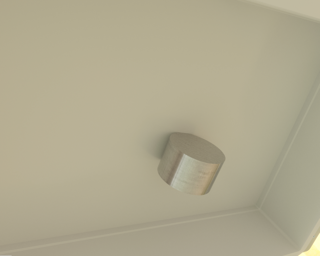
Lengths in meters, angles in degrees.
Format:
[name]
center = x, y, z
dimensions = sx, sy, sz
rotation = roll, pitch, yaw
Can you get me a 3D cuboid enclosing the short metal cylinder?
[short metal cylinder]
center = 0.043, 0.048, 0.428
dimensions = 0.081, 0.080, 0.050
rotation = 7, 115, -32
